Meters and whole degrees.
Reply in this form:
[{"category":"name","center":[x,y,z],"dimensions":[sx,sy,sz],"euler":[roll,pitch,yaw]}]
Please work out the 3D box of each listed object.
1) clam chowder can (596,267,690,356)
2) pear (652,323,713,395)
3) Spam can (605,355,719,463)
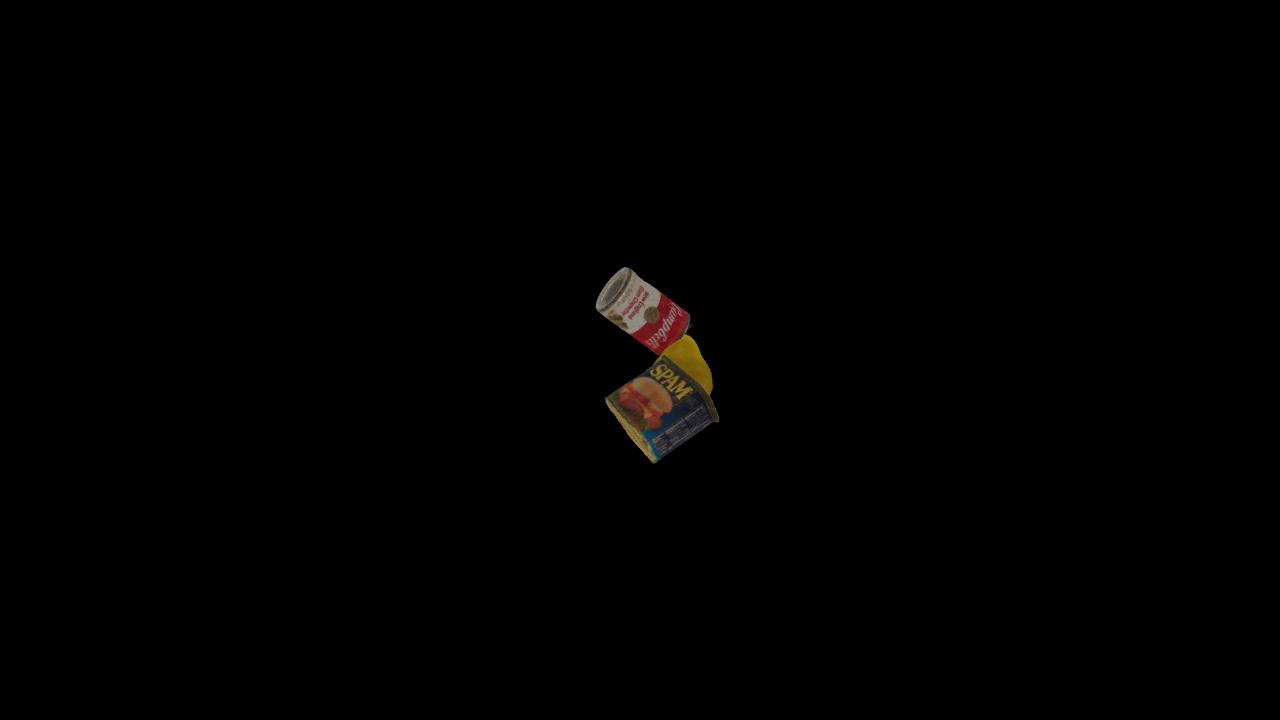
[{"category":"clam chowder can","center":[0.003,-0.061,0.770],"dimensions":[0.102,0.068,0.068],"euler":[35,-15,-22]},{"category":"pear","center":[0.047,0.005,0.760],"dimensions":[0.080,0.111,0.080],"euler":[-3,-24,-1]},{"category":"Spam can","center":[0.022,0.052,0.666],"dimensions":[0.085,0.058,0.101],"euler":[-34,36,-10]}]
